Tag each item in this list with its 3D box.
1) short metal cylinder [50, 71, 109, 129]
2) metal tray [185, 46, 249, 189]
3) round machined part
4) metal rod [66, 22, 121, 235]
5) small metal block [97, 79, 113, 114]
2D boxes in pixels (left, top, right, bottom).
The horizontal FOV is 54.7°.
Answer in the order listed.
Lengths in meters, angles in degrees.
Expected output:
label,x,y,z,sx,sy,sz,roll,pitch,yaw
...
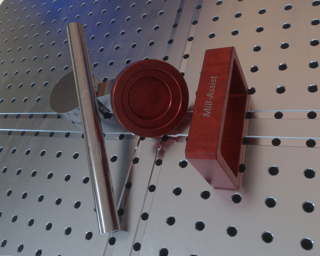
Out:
label,x,y,z,sx,sy,sz,roll,pitch,yaw
short metal cylinder,-0.122,-0.045,0.482,0.080,0.050,0.080,-13,56,20
metal tray,0.068,-0.010,0.336,0.030,0.090,0.130,0,62,28
round machined part,-0.016,-0.039,0.402,0.098,0.098,0.042,-48,20,-5
metal rod,-0.093,-0.014,0.414,0.025,0.025,0.299,-20,70,16
small metal block,-0.055,-0.046,0.448,0.050,0.050,0.025,-14,56,20
